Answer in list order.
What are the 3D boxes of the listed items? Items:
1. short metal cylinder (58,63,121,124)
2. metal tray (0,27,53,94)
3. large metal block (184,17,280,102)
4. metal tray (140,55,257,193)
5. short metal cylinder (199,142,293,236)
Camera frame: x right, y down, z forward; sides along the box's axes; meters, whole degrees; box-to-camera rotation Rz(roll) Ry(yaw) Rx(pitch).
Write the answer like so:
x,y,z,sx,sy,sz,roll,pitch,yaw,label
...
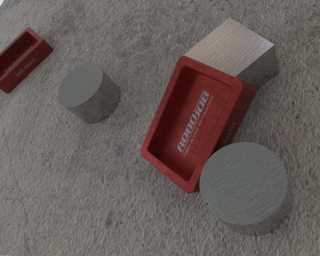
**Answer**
x,y,z,sx,sy,sz,roll,pitch,yaw,label
-0.108,-0.053,0.477,0.080,0.050,0.080,-13,56,21,short metal cylinder
-0.293,-0.143,0.642,0.130,0.030,0.090,-46,51,-4,metal tray
0.088,-0.080,0.391,0.080,0.050,0.080,-40,51,1,large metal block
0.037,-0.005,0.348,0.090,0.030,0.129,35,108,38,metal tray
0.085,0.060,0.306,0.080,0.050,0.080,-13,56,21,short metal cylinder
